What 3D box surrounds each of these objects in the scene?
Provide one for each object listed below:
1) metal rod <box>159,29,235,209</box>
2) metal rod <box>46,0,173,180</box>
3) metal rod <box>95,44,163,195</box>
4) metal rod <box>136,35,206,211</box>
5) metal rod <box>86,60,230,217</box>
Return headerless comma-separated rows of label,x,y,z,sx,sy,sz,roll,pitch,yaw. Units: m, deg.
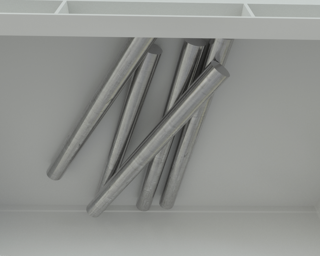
metal rod,0.039,0.013,0.420,0.025,0.025,0.298,8,130,-7
metal rod,-0.078,-0.021,0.376,0.025,0.025,0.298,26,130,-20
metal rod,-0.055,0.022,0.426,0.025,0.025,0.298,14,129,-12
metal rod,0.005,0.018,0.423,0.025,0.025,0.298,10,130,-8
metal rod,-0.020,0.033,0.402,0.025,0.025,0.298,27,125,-21
